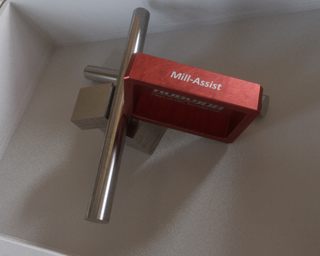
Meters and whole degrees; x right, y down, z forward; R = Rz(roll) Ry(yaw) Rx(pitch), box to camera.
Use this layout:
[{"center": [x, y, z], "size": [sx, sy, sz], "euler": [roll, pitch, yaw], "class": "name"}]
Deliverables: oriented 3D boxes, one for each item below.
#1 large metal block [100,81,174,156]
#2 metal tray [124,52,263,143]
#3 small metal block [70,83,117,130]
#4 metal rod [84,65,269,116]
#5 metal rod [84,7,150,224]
[{"center": [-0.033, -0.020, 0.416], "size": [0.080, 0.050, 0.080], "euler": [20, 72, 35], "class": "large metal block"}, {"center": [0.029, -0.027, 0.329], "size": [0.131, 0.090, 0.030], "euler": [15, 67, 0], "class": "metal tray"}, {"center": [-0.081, -0.027, 0.397], "size": [0.050, 0.025, 0.050], "euler": [-6, 59, 24], "class": "small metal block"}, {"center": [0.001, -0.060, 0.439], "size": [0.300, 0.025, 0.025], "euler": [16, 70, 34], "class": "metal rod"}, {"center": [-0.046, -0.036, 0.385], "size": [0.025, 0.025, 0.299], "euler": [-6, 59, 25], "class": "metal rod"}]
